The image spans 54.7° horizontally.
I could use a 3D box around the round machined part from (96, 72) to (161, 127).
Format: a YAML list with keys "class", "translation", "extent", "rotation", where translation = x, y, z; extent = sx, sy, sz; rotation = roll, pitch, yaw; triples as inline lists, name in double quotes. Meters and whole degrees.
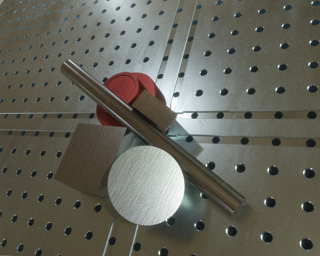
- class: "round machined part"
  translation: [-0.051, -0.042, 0.448]
  extent: [0.098, 0.042, 0.098]
  rotation: [-13, 56, 20]

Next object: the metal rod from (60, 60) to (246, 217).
- class: "metal rod"
  translation: [-0.026, -0.003, 0.381]
  extent: [0.300, 0.025, 0.025]
  rotation: [38, 83, 25]

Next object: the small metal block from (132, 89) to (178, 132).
- class: "small metal block"
  translation: [-0.006, -0.019, 0.394]
  extent: [0.050, 0.050, 0.025]
  rotation: [38, 85, 4]

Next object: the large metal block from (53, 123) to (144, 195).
- class: "large metal block"
  translation: [-0.076, 0.043, 0.401]
  extent: [0.080, 0.050, 0.080]
  rotation: [5, 64, 30]

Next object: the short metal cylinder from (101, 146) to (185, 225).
- class: "short metal cylinder"
  translation: [-0.020, 0.063, 0.335]
  extent: [0.081, 0.050, 0.080]
  rotation: [6, 72, -18]
